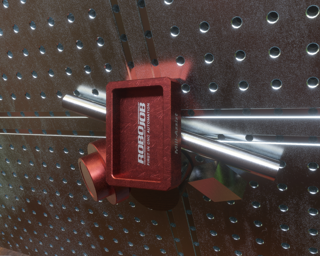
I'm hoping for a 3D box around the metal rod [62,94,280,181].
[{"bbox_3d":[0.001,0.006,0.409,0.301,0.025,0.025,18,126,17],"label":"metal rod"}]

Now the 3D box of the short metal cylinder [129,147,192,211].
[{"bbox_3d":[-0.001,0.068,0.433,0.080,0.050,0.079,13,124,21],"label":"short metal cylinder"}]

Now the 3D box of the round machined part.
[{"bbox_3d":[-0.086,0.068,0.452,0.098,0.042,0.097,43,145,42],"label":"round machined part"}]

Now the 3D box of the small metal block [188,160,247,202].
[{"bbox_3d":[0.073,0.069,0.397,0.050,0.025,0.050,38,147,-18],"label":"small metal block"}]

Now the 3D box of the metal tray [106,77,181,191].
[{"bbox_3d":[-0.021,0.007,0.380,0.090,0.030,0.129,0,89,27],"label":"metal tray"}]
